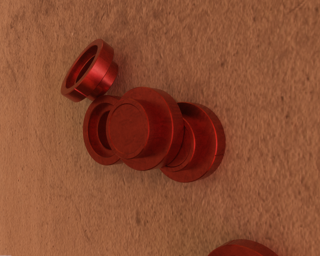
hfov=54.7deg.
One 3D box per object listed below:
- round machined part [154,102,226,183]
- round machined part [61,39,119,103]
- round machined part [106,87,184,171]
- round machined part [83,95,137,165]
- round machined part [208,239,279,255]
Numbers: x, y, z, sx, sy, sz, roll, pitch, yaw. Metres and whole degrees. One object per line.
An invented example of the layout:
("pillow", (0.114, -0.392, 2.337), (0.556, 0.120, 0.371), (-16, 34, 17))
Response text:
("round machined part", (0.025, 0.017, 0.372), (0.098, 0.042, 0.097), (0, 90, 39))
("round machined part", (-0.098, -0.078, 0.454), (0.098, 0.042, 0.098), (-33, 39, 31))
("round machined part", (-0.025, 0.001, 0.358), (0.098, 0.042, 0.097), (0, 90, 39))
("round machined part", (-0.063, 0.003, 0.444), (0.098, 0.042, 0.097), (0, 90, 39))
("round machined part", (0.093, 0.163, 0.316), (0.098, 0.042, 0.097), (0, 90, 39))
